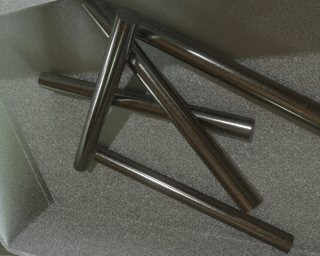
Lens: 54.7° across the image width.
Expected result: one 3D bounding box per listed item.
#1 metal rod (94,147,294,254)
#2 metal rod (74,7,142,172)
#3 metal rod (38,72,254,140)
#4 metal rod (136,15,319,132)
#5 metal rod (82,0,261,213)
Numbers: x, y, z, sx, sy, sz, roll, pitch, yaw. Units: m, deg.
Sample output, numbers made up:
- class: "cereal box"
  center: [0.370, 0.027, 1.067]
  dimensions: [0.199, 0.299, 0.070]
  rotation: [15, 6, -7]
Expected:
- class: "metal rod"
  center: [0.039, 0.098, 0.448]
  dimensions: [0.301, 0.025, 0.025]
  rotation: [23, 127, 14]
- class: "metal rod"
  center: [-0.081, -0.022, 0.406]
  dimensions: [0.025, 0.025, 0.298]
  rotation: [36, 139, 4]
- class: "metal rod"
  center: [-0.032, -0.034, 0.404]
  dimensions: [0.301, 0.025, 0.025]
  rotation: [15, 125, 19]
- class: "metal rod"
  center: [0.102, -0.044, 0.327]
  dimensions: [0.301, 0.025, 0.025]
  rotation: [29, 128, 9]
- class: "metal rod"
  center: [0.012, -0.030, 0.356]
  dimensions: [0.300, 0.025, 0.025]
  rotation: [52, 129, 2]
